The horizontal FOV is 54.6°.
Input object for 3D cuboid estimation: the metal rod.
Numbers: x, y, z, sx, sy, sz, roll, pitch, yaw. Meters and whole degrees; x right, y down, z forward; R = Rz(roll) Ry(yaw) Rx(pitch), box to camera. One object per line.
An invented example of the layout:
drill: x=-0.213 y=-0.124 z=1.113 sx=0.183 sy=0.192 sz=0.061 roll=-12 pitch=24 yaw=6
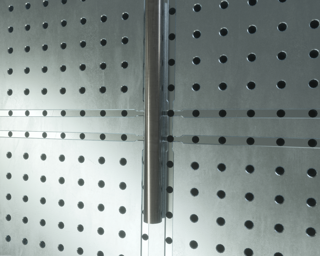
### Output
metal rod: x=-0.009 y=-0.024 z=0.416 sx=0.025 sy=0.025 sz=0.298 roll=1 pitch=90 yaw=20
